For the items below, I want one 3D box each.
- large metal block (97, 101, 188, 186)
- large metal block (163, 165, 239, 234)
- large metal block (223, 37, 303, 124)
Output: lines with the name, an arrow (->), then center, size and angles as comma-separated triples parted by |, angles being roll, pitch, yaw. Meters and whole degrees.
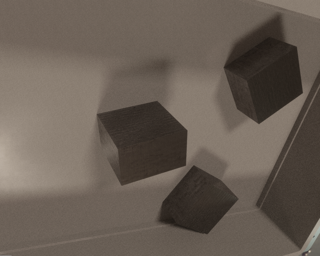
large metal block -> -0.023, 0.014, 0.371 | 0.081, 0.080, 0.050 | -14, 125, -21
large metal block -> 0.066, 0.118, 0.504 | 0.080, 0.050, 0.080 | 32, 100, -39
large metal block -> 0.146, -0.066, 0.434 | 0.080, 0.050, 0.080 | -35, 129, -6
